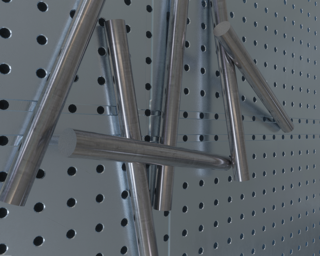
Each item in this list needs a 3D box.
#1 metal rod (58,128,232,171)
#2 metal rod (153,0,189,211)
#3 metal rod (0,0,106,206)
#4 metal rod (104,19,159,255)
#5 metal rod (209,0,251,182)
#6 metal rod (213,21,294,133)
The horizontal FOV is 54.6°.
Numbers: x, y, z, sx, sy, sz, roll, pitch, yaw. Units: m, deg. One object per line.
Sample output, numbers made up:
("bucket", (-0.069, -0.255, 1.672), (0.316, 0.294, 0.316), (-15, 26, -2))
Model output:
("metal rod", (0.013, 0.034, 0.378), (0.302, 0.025, 0.025), (14, 81, -52))
("metal rod", (0.016, -0.041, 0.420), (0.025, 0.025, 0.299), (8, 85, -40))
("metal rod", (-0.097, -0.069, 0.326), (0.025, 0.025, 0.299), (28, 73, -37))
("metal rod", (-0.033, 0.023, 0.380), (0.025, 0.025, 0.298), (-13, 98, -39))
("metal rod", (0.107, -0.068, 0.480), (0.025, 0.025, 0.298), (-8, 90, -40))
("metal rod", (0.170, -0.068, 0.519), (0.301, 0.025, 0.025), (37, 67, -43))
